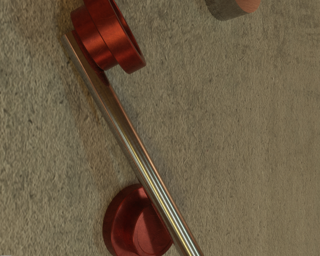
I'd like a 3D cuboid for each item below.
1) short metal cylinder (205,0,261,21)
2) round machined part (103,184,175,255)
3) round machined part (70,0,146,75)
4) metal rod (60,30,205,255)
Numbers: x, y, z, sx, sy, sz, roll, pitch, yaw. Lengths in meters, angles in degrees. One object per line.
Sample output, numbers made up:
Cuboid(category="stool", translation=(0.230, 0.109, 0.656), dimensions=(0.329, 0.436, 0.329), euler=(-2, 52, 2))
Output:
Cuboid(category="short metal cylinder", translation=(0.113, -0.214, 0.483), dimensions=(0.081, 0.050, 0.080), euler=(0, 90, -40))
Cuboid(category="round machined part", translation=(-0.017, 0.120, 0.380), dimensions=(0.099, 0.042, 0.097), euler=(0, 90, -40))
Cuboid(category="round machined part", translation=(-0.056, -0.099, 0.323), dimensions=(0.042, 0.098, 0.098), euler=(-27, 113, 7))
Cuboid(category="metal rod", translation=(-0.024, 0.032, 0.345), dimensions=(0.025, 0.025, 0.299), euler=(-33, 99, -35))
